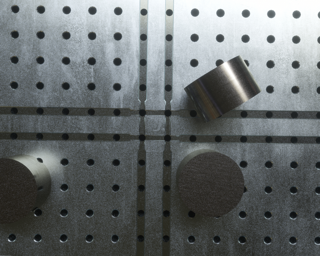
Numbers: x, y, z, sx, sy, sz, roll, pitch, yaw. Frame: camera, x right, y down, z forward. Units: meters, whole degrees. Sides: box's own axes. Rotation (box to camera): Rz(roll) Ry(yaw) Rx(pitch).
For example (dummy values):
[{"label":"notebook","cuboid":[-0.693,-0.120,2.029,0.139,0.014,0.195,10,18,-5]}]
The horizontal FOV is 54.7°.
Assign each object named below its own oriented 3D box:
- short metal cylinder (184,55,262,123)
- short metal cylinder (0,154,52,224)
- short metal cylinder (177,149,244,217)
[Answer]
[{"label":"short metal cylinder","cuboid":[0.077,-0.048,0.387,0.080,0.080,0.050,-30,90,0]},{"label":"short metal cylinder","cuboid":[-0.189,0.076,0.398,0.081,0.050,0.079,0,90,-1]},{"label":"short metal cylinder","cuboid":[0.063,0.069,0.402,0.081,0.050,0.079,0,90,-1]}]
